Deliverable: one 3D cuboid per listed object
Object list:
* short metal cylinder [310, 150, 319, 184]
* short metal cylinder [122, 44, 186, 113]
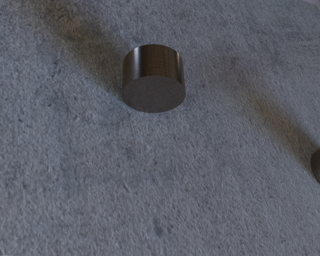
[{"bbox_3d":[0.301,0.065,0.513,0.081,0.050,0.080,14,56,-21],"label":"short metal cylinder"},{"bbox_3d":[-0.008,-0.062,0.403,0.081,0.080,0.050,12,57,-23],"label":"short metal cylinder"}]
